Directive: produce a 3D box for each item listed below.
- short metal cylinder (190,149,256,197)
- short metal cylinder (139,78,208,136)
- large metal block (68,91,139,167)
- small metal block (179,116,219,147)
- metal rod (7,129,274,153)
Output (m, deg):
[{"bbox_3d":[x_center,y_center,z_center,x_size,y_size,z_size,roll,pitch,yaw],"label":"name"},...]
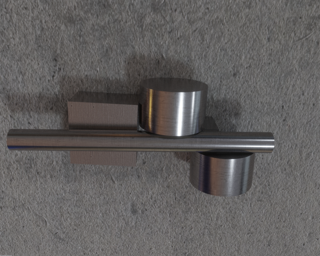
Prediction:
[{"bbox_3d":[0.079,0.045,0.399,0.081,0.080,0.050,0,110,-1],"label":"short metal cylinder"},{"bbox_3d":[0.015,-0.028,0.372,0.081,0.080,0.050,2,110,-1],"label":"short metal cylinder"},{"bbox_3d":[-0.068,0.000,0.393,0.081,0.050,0.079,3,110,-2],"label":"large metal block"},{"bbox_3d":[0.045,0.004,0.399,0.050,0.050,0.025,1,110,-1],"label":"small metal block"},{"bbox_3d":[-0.020,0.015,0.362,0.302,0.025,0.025,1,110,-2],"label":"metal rod"}]
